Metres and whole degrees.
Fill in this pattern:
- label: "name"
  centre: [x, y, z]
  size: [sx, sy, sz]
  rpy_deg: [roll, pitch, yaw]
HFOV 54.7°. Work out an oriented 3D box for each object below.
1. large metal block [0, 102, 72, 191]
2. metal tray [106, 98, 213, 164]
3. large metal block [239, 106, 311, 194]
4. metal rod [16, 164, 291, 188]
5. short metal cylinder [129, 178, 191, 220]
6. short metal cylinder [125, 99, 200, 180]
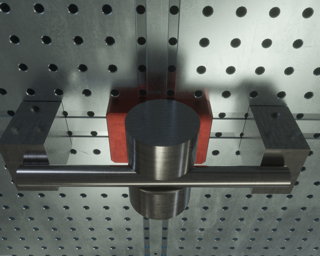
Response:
- label: "large metal block"
  centre: [-0.152, 0.022, 0.391]
  size: [0.050, 0.080, 0.079]
  rpy_deg: [1, 130, -1]
- label: "metal tray"
  centre: [-0.001, 0.006, 0.413]
  size: [0.131, 0.030, 0.089]
  rpy_deg: [1, 130, -1]
- label: "large metal block"
  centre: [0.141, 0.028, 0.399]
  size: [0.050, 0.080, 0.079]
  rpy_deg: [1, 130, -1]
- label: "metal rod"
  centre: [-0.006, 0.055, 0.352]
  size: [0.302, 0.025, 0.025]
  rpy_deg: [0, 130, -1]
- label: "short metal cylinder"
  centre: [0.000, 0.068, 0.394]
  size: [0.081, 0.080, 0.050]
  rpy_deg: [1, 130, -1]
- label: "short metal cylinder"
  centre: [0.002, 0.011, 0.346]
  size: [0.081, 0.080, 0.050]
  rpy_deg: [1, 130, -1]
